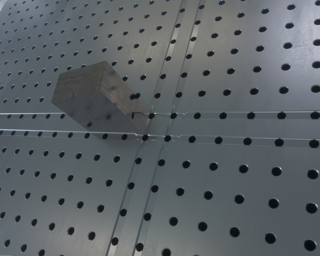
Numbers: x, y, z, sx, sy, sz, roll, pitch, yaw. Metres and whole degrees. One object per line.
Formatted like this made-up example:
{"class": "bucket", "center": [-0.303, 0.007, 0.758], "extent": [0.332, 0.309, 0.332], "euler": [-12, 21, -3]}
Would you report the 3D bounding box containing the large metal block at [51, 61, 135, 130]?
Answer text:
{"class": "large metal block", "center": [-0.093, -0.044, 0.450], "extent": [0.080, 0.080, 0.050], "euler": [-10, 58, 23]}
